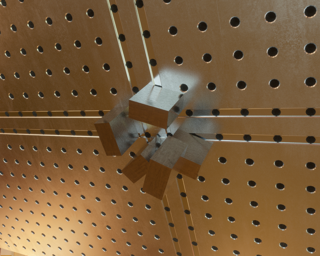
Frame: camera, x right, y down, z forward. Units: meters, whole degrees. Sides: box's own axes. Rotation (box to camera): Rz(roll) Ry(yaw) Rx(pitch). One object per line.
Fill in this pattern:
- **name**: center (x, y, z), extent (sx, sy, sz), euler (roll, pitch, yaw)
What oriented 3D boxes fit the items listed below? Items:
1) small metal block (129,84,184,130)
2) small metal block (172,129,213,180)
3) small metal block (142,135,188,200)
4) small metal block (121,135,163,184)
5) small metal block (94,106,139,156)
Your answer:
- **small metal block**: center (-0.004, -0.028, 0.379), extent (0.050, 0.050, 0.025), euler (17, 125, 18)
- **small metal block**: center (0.034, 0.032, 0.396), extent (0.050, 0.050, 0.025), euler (23, 127, 13)
- **small metal block**: center (0.006, 0.045, 0.354), extent (0.025, 0.050, 0.050), euler (24, 127, 13)
- **small metal block**: center (-0.020, 0.043, 0.431), extent (0.025, 0.050, 0.050), euler (45, 129, -3)
- **small metal block**: center (-0.058, 0.004, 0.426), extent (0.025, 0.050, 0.050), euler (-3, 117, 29)
